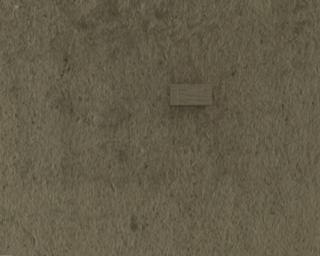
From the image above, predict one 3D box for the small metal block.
[{"bbox_3d":[0.038,-0.040,0.398,0.050,0.050,0.025,0,90,0],"label":"small metal block"}]
